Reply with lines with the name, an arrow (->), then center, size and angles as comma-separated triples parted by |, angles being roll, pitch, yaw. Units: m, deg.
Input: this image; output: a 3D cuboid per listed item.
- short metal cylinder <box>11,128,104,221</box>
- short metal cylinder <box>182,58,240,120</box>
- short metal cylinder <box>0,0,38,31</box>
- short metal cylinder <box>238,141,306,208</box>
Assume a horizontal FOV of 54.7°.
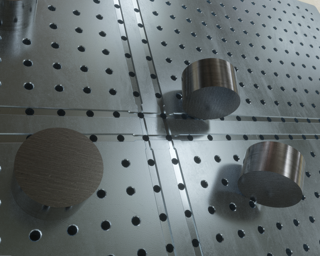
short metal cylinder -> -0.103, 0.046, 0.309 | 0.081, 0.050, 0.080 | 14, 56, -21
short metal cylinder -> 0.072, -0.054, 0.447 | 0.081, 0.080, 0.050 | 14, 56, -21
short metal cylinder -> -0.197, -0.170, 0.390 | 0.081, 0.050, 0.080 | 14, 56, -21
short metal cylinder -> 0.150, 0.063, 0.418 | 0.080, 0.080, 0.050 | 33, 51, -7
